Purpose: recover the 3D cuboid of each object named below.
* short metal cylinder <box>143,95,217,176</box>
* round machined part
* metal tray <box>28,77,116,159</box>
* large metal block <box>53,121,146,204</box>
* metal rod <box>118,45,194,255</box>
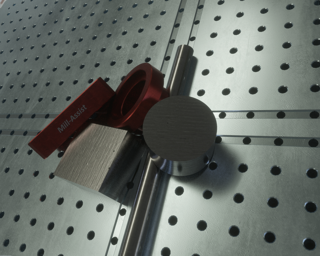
[{"bbox_3d":[0.023,0.010,0.357,0.080,0.050,0.080,-2,64,4],"label":"short metal cylinder"},{"bbox_3d":[-0.026,-0.035,0.416,0.098,0.042,0.098,-37,36,34],"label":"round machined part"},{"bbox_3d":[-0.123,-0.018,0.449,0.130,0.030,0.090,-44,13,-2],"label":"metal tray"},{"bbox_3d":[-0.078,0.043,0.407,0.080,0.050,0.080,11,67,32],"label":"large metal block"},{"bbox_3d":[0.001,0.016,0.398,0.025,0.025,0.300,1,62,29],"label":"metal rod"}]
